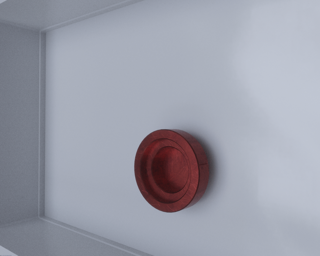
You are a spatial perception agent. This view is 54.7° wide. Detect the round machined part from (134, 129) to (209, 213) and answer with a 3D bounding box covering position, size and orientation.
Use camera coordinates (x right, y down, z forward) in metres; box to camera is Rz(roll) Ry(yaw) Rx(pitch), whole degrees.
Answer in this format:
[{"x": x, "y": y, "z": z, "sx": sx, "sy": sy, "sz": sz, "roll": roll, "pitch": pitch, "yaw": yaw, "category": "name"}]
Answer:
[{"x": 0.018, "y": 0.050, "z": 0.379, "sx": 0.098, "sy": 0.042, "sz": 0.097, "roll": 0, "pitch": 90, "yaw": 39, "category": "round machined part"}]
